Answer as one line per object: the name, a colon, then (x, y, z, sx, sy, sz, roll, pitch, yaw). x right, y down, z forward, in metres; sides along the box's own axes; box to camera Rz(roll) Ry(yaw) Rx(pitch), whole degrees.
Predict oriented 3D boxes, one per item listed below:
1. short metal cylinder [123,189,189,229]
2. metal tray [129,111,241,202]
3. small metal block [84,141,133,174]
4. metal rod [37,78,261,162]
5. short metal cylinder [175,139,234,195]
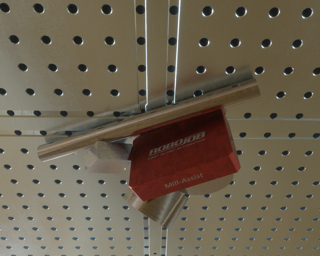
short metal cylinder: (-0.006, 0.101, 0.448, 0.080, 0.080, 0.050, 39, 78, -29)
metal tray: (0.027, 0.032, 0.392, 0.130, 0.090, 0.030, -21, 127, 16)
small metal block: (-0.071, 0.042, 0.425, 0.050, 0.025, 0.050, 7, 149, -31)
metal rod: (-0.024, -0.006, 0.402, 0.301, 0.025, 0.025, -17, 128, 13)
short metal cylinder: (0.056, 0.051, 0.427, 0.081, 0.050, 0.080, -3, 139, -3)
